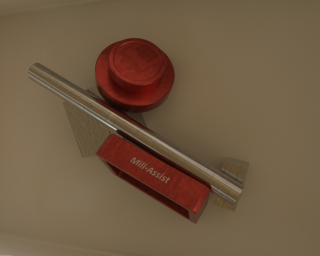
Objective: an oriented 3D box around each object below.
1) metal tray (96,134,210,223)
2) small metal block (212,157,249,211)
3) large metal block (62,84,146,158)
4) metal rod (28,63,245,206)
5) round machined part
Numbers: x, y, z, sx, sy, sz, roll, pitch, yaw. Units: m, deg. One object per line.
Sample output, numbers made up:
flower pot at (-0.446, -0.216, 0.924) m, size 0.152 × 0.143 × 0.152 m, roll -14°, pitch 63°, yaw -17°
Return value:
metal tray at (-0.006, 0.063, 0.372) m, size 0.130 × 0.090 × 0.030 m, roll 28°, pitch 72°, yaw 17°
small metal block at (0.085, 0.064, 0.365) m, size 0.025 × 0.050 × 0.050 m, roll 15°, pitch 95°, yaw 19°
large metal block at (-0.072, -0.013, 0.420) m, size 0.080 × 0.050 × 0.080 m, roll -24°, pitch 82°, yaw 18°
metal rod at (-0.041, -0.002, 0.368) m, size 0.301 × 0.025 × 0.025 m, roll 31°, pitch 100°, yaw 17°
round machined part at (-0.030, -0.071, 0.382) m, size 0.099 × 0.042 × 0.098 m, roll 5°, pitch 65°, yaw -10°
